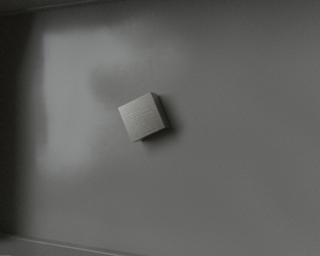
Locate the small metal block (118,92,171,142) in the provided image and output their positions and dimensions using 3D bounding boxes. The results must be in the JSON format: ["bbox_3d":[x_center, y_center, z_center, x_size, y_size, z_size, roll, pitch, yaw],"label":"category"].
[{"bbox_3d":[-0.021,-0.014,0.413,0.050,0.025,0.050,-24,82,18],"label":"small metal block"}]
